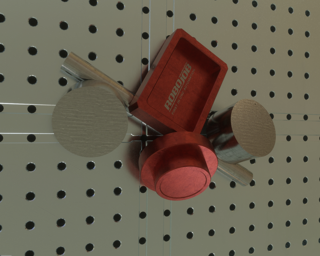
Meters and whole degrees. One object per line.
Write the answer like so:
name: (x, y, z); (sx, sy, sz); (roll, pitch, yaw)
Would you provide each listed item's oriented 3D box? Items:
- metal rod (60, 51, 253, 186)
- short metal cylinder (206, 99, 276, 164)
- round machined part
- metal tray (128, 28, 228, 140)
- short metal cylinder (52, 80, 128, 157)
metal rod: (0.008, -0.003, 0.415); (0.301, 0.025, 0.025); (33, 79, -17)
short metal cylinder: (0.112, 0.006, 0.428); (0.081, 0.050, 0.080); (11, 68, -28)
round machined part: (0.025, 0.054, 0.384); (0.099, 0.042, 0.097); (-6, 134, -7)
metal tray: (0.028, -0.054, 0.404); (0.090, 0.030, 0.130); (34, 66, -17)
short metal cylinder: (-0.079, -0.012, 0.358); (0.081, 0.050, 0.079); (-3, 107, -9)
